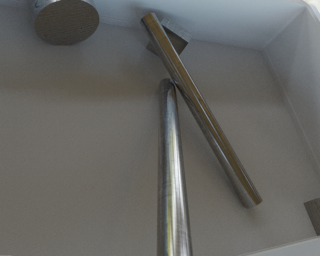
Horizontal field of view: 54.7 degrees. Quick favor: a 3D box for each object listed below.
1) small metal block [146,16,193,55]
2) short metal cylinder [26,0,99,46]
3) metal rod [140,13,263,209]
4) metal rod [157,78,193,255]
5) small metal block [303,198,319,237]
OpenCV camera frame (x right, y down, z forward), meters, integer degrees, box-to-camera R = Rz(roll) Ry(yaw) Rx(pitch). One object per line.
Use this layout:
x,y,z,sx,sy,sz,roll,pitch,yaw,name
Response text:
0.014,-0.135,0.480,0.050,0.050,0.025,33,47,-8,small metal block
-0.124,-0.152,0.397,0.081,0.080,0.050,-9,67,-32,short metal cylinder
0.054,-0.028,0.430,0.025,0.025,0.299,-24,82,-37,metal rod
0.010,0.018,0.325,0.025,0.025,0.300,24,29,-14,metal rod
0.252,0.131,0.464,0.050,0.025,0.050,0,62,-28,small metal block
